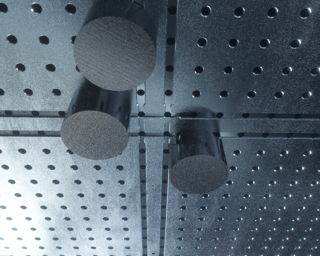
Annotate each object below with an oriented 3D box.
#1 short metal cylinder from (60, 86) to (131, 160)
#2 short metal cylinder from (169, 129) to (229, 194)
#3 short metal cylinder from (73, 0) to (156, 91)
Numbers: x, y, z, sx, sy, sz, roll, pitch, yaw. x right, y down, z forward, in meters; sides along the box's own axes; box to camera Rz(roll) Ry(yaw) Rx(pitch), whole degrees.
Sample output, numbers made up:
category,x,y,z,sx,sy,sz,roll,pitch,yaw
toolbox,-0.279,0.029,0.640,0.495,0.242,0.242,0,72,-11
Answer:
category,x,y,z,sx,sy,sz,roll,pitch,yaw
short metal cylinder,-0.078,-0.005,0.390,0.081,0.050,0.079,0,130,0
short metal cylinder,0.053,0.048,0.437,0.081,0.050,0.079,0,130,0
short metal cylinder,-0.044,-0.086,0.322,0.081,0.050,0.079,0,130,0
